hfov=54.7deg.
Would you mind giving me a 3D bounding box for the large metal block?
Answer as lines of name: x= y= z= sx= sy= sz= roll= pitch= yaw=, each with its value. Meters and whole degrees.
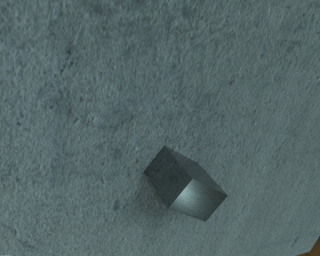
large metal block: x=0.036 y=0.079 z=0.442 sx=0.080 sy=0.080 sz=0.050 roll=30 pitch=101 yaw=-38
